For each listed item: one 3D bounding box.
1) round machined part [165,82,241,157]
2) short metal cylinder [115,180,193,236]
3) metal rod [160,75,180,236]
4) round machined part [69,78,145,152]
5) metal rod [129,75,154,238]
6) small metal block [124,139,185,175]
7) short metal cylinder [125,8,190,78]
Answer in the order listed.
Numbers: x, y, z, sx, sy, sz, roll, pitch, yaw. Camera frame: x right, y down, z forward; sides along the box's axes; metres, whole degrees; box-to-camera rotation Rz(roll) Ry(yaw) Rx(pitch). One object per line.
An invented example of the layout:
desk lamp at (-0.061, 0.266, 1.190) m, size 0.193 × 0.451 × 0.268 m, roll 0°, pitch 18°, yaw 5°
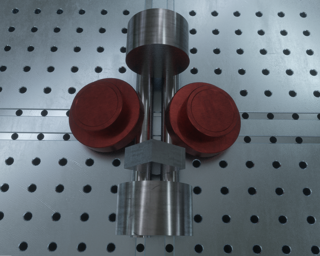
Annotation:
round machined part at (0.059, -0.015, 0.394) m, size 0.099 × 0.042 × 0.098 m, roll 5°, pitch 70°, yaw -14°
short metal cylinder at (-0.006, 0.087, 0.327) m, size 0.080 × 0.080 × 0.050 m, roll 1°, pitch 70°, yaw 0°
metal rod at (0.014, -0.013, 0.416) m, size 0.025 × 0.025 × 0.299 m, roll 1°, pitch 70°, yaw 0°
round machined part at (-0.073, -0.021, 0.397) m, size 0.098 × 0.042 × 0.098 m, roll -5°, pitch 69°, yaw 13°
metal rod at (-0.021, -0.012, 0.415) m, size 0.025 × 0.025 × 0.299 m, roll 1°, pitch 70°, yaw 0°
small metal block at (-0.006, 0.035, 0.361) m, size 0.050 × 0.050 × 0.025 m, roll 18°, pitch 64°, yaw -38°
short metal cylinder at (-0.003, -0.106, 0.398) m, size 0.080 × 0.080 × 0.050 m, roll 1°, pitch 70°, yaw 0°
